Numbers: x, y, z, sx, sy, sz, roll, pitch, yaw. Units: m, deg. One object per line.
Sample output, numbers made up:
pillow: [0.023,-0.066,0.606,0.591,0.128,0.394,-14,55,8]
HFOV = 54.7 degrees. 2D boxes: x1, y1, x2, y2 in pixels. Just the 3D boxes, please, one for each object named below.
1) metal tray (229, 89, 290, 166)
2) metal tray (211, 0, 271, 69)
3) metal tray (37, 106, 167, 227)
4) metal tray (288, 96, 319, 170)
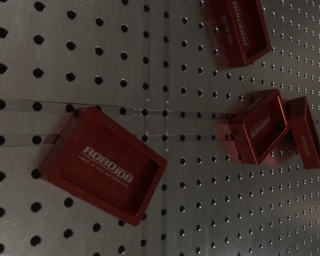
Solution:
metal tray: [0.184,-0.004,0.563,0.131,0.030,0.090,-37,113,-34]
metal tray: [0.140,-0.178,0.525,0.091,0.030,0.129,-34,111,-35]
metal tray: [-0.059,0.046,0.358,0.130,0.030,0.090,40,66,-33]
metal tray: [0.305,0.011,0.647,0.130,0.030,0.090,62,36,-22]
